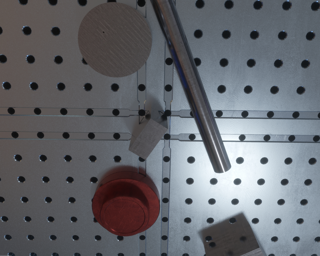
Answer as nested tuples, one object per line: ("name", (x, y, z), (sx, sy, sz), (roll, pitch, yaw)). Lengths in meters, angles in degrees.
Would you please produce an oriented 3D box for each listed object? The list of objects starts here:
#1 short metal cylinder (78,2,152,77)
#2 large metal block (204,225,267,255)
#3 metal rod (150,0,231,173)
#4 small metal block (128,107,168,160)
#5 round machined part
("short metal cylinder", (-0.049, -0.103, 0.361), (0.081, 0.050, 0.079), (0, 110, -1))
("large metal block", (0.125, 0.211, 0.480), (0.080, 0.050, 0.080), (-27, 108, 9))
("metal rod", (0.033, -0.074, 0.386), (0.025, 0.025, 0.299), (-20, 109, 7))
("small metal block", (-0.015, 0.006, 0.402), (0.025, 0.050, 0.050), (32, 107, -12))
("round machined part", (-0.049, 0.116, 0.446), (0.099, 0.042, 0.097), (0, 110, -1))
